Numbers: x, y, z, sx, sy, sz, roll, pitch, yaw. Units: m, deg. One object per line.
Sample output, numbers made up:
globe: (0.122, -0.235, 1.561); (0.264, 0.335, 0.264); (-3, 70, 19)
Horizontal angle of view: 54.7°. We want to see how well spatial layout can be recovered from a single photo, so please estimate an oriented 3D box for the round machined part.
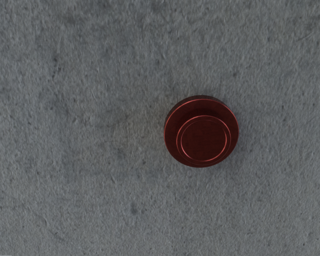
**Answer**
round machined part: (0.054, 0.009, 0.405); (0.099, 0.042, 0.097); (0, 110, -1)
